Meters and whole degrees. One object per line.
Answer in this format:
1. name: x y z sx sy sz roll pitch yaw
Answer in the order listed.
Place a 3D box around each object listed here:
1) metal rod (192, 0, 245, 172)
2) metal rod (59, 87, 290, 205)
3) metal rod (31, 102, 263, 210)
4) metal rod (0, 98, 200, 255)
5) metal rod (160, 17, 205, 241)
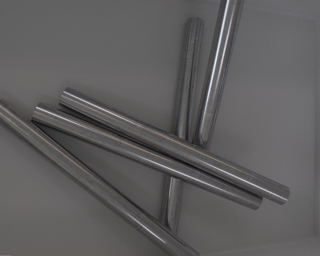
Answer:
1. metal rod: 0.067 -0.063 0.368 0.025 0.025 0.298 -1 116 -20
2. metal rod: 0.022 0.024 0.383 0.301 0.025 0.025 25 82 -5
3. metal rod: -0.007 0.039 0.386 0.302 0.025 0.025 23 82 -11
4. metal rod: -0.070 0.073 0.369 0.300 0.025 0.025 41 77 -10
5. metal rod: 0.030 0.000 0.421 0.025 0.025 0.298 9 87 -20
